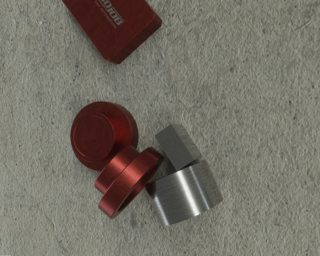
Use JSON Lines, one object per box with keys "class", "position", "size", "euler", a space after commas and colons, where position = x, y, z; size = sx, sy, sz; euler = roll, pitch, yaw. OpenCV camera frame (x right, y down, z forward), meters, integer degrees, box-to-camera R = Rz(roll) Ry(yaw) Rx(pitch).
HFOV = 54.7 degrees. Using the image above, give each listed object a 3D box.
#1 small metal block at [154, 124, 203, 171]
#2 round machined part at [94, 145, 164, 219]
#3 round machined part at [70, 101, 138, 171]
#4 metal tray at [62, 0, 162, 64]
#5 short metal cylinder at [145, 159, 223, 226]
{"class": "small metal block", "position": [0.025, 0.023, 0.386], "size": [0.025, 0.050, 0.050], "euler": [-36, 79, 16]}
{"class": "round machined part", "position": [-0.042, 0.060, 0.382], "size": [0.042, 0.098, 0.098], "euler": [39, 102, 10]}
{"class": "round machined part", "position": [-0.083, 0.012, 0.428], "size": [0.098, 0.042, 0.097], "euler": [0, 90, 19]}
{"class": "metal tray", "position": [-0.070, -0.166, 0.430], "size": [0.090, 0.030, 0.130], "euler": [-39, 78, 15]}
{"class": "short metal cylinder", "position": [0.028, 0.076, 0.369], "size": [0.080, 0.080, 0.050], "euler": [-25, 82, 18]}
